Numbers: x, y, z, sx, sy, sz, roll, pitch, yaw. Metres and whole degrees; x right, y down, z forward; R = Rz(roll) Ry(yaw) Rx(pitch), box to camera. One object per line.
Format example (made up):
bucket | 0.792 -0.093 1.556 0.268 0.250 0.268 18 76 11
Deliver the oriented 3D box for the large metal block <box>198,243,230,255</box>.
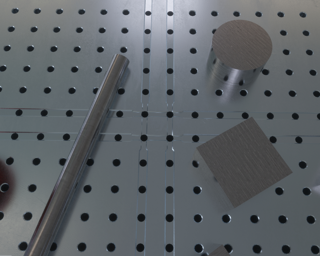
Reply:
large metal block | 0.056 0.183 0.332 0.080 0.050 0.080 -33 73 -11

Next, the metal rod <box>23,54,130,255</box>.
metal rod | -0.103 0.034 0.398 0.025 0.025 0.299 17 71 6

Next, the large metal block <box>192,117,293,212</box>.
large metal block | 0.097 0.045 0.382 0.080 0.050 0.080 -28 73 -10

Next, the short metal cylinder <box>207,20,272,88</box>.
short metal cylinder | 0.110 -0.104 0.437 0.081 0.050 0.080 0 70 0
